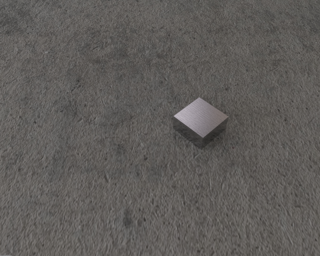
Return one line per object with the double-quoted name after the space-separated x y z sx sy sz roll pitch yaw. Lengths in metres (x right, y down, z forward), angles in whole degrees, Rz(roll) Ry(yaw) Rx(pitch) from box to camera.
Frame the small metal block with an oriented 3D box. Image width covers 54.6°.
0.053 -0.007 0.410 0.050 0.025 0.050 -37 59 -27 "small metal block"
